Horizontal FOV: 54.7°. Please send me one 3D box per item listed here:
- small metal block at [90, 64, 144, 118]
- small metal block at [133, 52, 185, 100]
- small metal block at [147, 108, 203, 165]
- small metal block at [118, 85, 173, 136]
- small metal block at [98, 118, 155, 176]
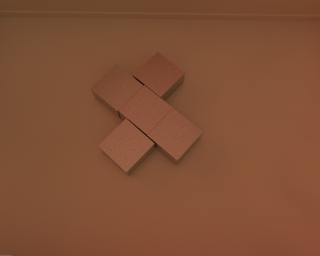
[{"bbox_3d":[-0.057,-0.051,0.425,0.050,0.025,0.050,40,75,13],"label":"small metal block"},{"bbox_3d":[-0.001,-0.069,0.432,0.050,0.025,0.050,40,74,13],"label":"small metal block"},{"bbox_3d":[0.019,0.011,0.403,0.050,0.025,0.050,40,75,13],"label":"small metal block"},{"bbox_3d":[-0.018,-0.020,0.414,0.050,0.025,0.050,40,75,13],"label":"small metal block"},{"bbox_3d":[-0.042,0.025,0.398,0.050,0.025,0.050,41,76,13],"label":"small metal block"}]
